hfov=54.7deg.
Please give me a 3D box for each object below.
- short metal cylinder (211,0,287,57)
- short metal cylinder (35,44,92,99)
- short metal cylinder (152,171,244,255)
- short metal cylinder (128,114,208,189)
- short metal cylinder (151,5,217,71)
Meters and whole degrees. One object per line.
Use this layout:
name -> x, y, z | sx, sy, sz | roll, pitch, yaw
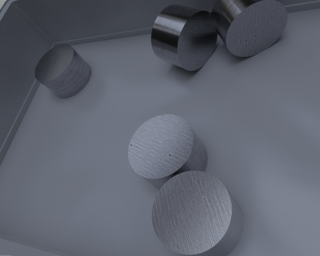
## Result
short metal cylinder -> 0.112, -0.139, 0.397 | 0.080, 0.080, 0.050 | -28, 52, 11
short metal cylinder -> -0.168, -0.098, 0.538 | 0.080, 0.050, 0.080 | -13, 56, 21
short metal cylinder -> 0.039, 0.090, 0.314 | 0.080, 0.050, 0.080 | -13, 56, 21
short metal cylinder -> 0.010, 0.031, 0.366 | 0.080, 0.050, 0.080 | -13, 56, 21
short metal cylinder -> 0.035, -0.125, 0.429 | 0.050, 0.080, 0.080 | 31, 79, 38
